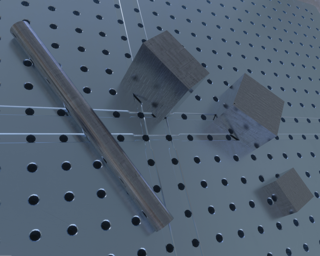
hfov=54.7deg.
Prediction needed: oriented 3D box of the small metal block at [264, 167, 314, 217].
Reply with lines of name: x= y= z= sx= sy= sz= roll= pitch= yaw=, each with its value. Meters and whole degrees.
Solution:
small metal block: x=0.190 y=0.093 z=0.456 sx=0.050 sy=0.025 sz=0.050 roll=-22 pitch=74 yaw=-36

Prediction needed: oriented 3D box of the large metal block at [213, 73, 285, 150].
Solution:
large metal block: x=0.141 y=-0.026 z=0.486 sx=0.080 sy=0.050 sz=0.080 roll=34 pitch=51 yaw=-6

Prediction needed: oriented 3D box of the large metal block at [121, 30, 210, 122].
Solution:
large metal block: x=0.005 y=-0.069 z=0.419 sx=0.080 sy=0.080 sz=0.050 roll=46 pitch=51 yaw=4

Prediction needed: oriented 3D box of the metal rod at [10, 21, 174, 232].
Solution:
metal rod: x=-0.085 y=-0.009 z=0.368 sx=0.025 sy=0.025 sz=0.300 roll=-31 pitch=79 yaw=-38
